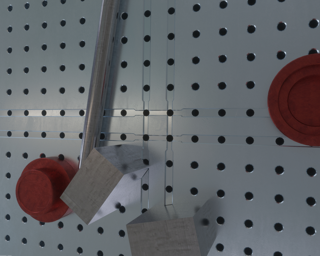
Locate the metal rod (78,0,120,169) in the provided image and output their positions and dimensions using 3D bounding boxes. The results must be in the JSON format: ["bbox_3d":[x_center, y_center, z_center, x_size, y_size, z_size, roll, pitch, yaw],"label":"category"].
[{"bbox_3d":[-0.083,-0.087,0.441,0.025,0.025,0.298,10,93,19],"label":"metal rod"}]

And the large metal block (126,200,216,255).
[{"bbox_3d":[0.017,0.127,0.377,0.080,0.080,0.050,-13,86,19],"label":"large metal block"}]

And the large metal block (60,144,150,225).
[{"bbox_3d":[-0.069,0.070,0.408,0.050,0.080,0.080,39,102,16],"label":"large metal block"}]

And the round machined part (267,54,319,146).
[{"bbox_3d":[0.171,-0.030,0.343,0.098,0.042,0.097,0,90,20],"label":"round machined part"}]

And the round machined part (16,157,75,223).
[{"bbox_3d":[-0.175,0.094,0.465,0.098,0.042,0.097,0,90,20],"label":"round machined part"}]
